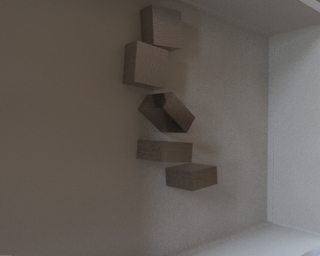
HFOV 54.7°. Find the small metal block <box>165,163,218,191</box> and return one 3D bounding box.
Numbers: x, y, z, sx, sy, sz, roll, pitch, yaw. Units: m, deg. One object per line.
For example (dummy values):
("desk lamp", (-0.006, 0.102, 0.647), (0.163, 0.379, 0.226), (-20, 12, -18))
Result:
("small metal block", (0.043, 0.066, 0.429), (0.050, 0.050, 0.025), (-6, 94, -40))

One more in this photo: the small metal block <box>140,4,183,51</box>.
("small metal block", (0.002, -0.130, 0.410), (0.050, 0.025, 0.050), (-5, 94, -40))

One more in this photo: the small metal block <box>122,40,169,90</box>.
("small metal block", (-0.018, -0.078, 0.393), (0.050, 0.025, 0.050), (6, 86, -40))

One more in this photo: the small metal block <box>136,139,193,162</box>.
("small metal block", (0.006, 0.029, 0.397), (0.050, 0.050, 0.025), (6, 87, -40))

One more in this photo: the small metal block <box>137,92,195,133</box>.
("small metal block", (0.008, -0.019, 0.399), (0.050, 0.050, 0.025), (45, 63, -31))
